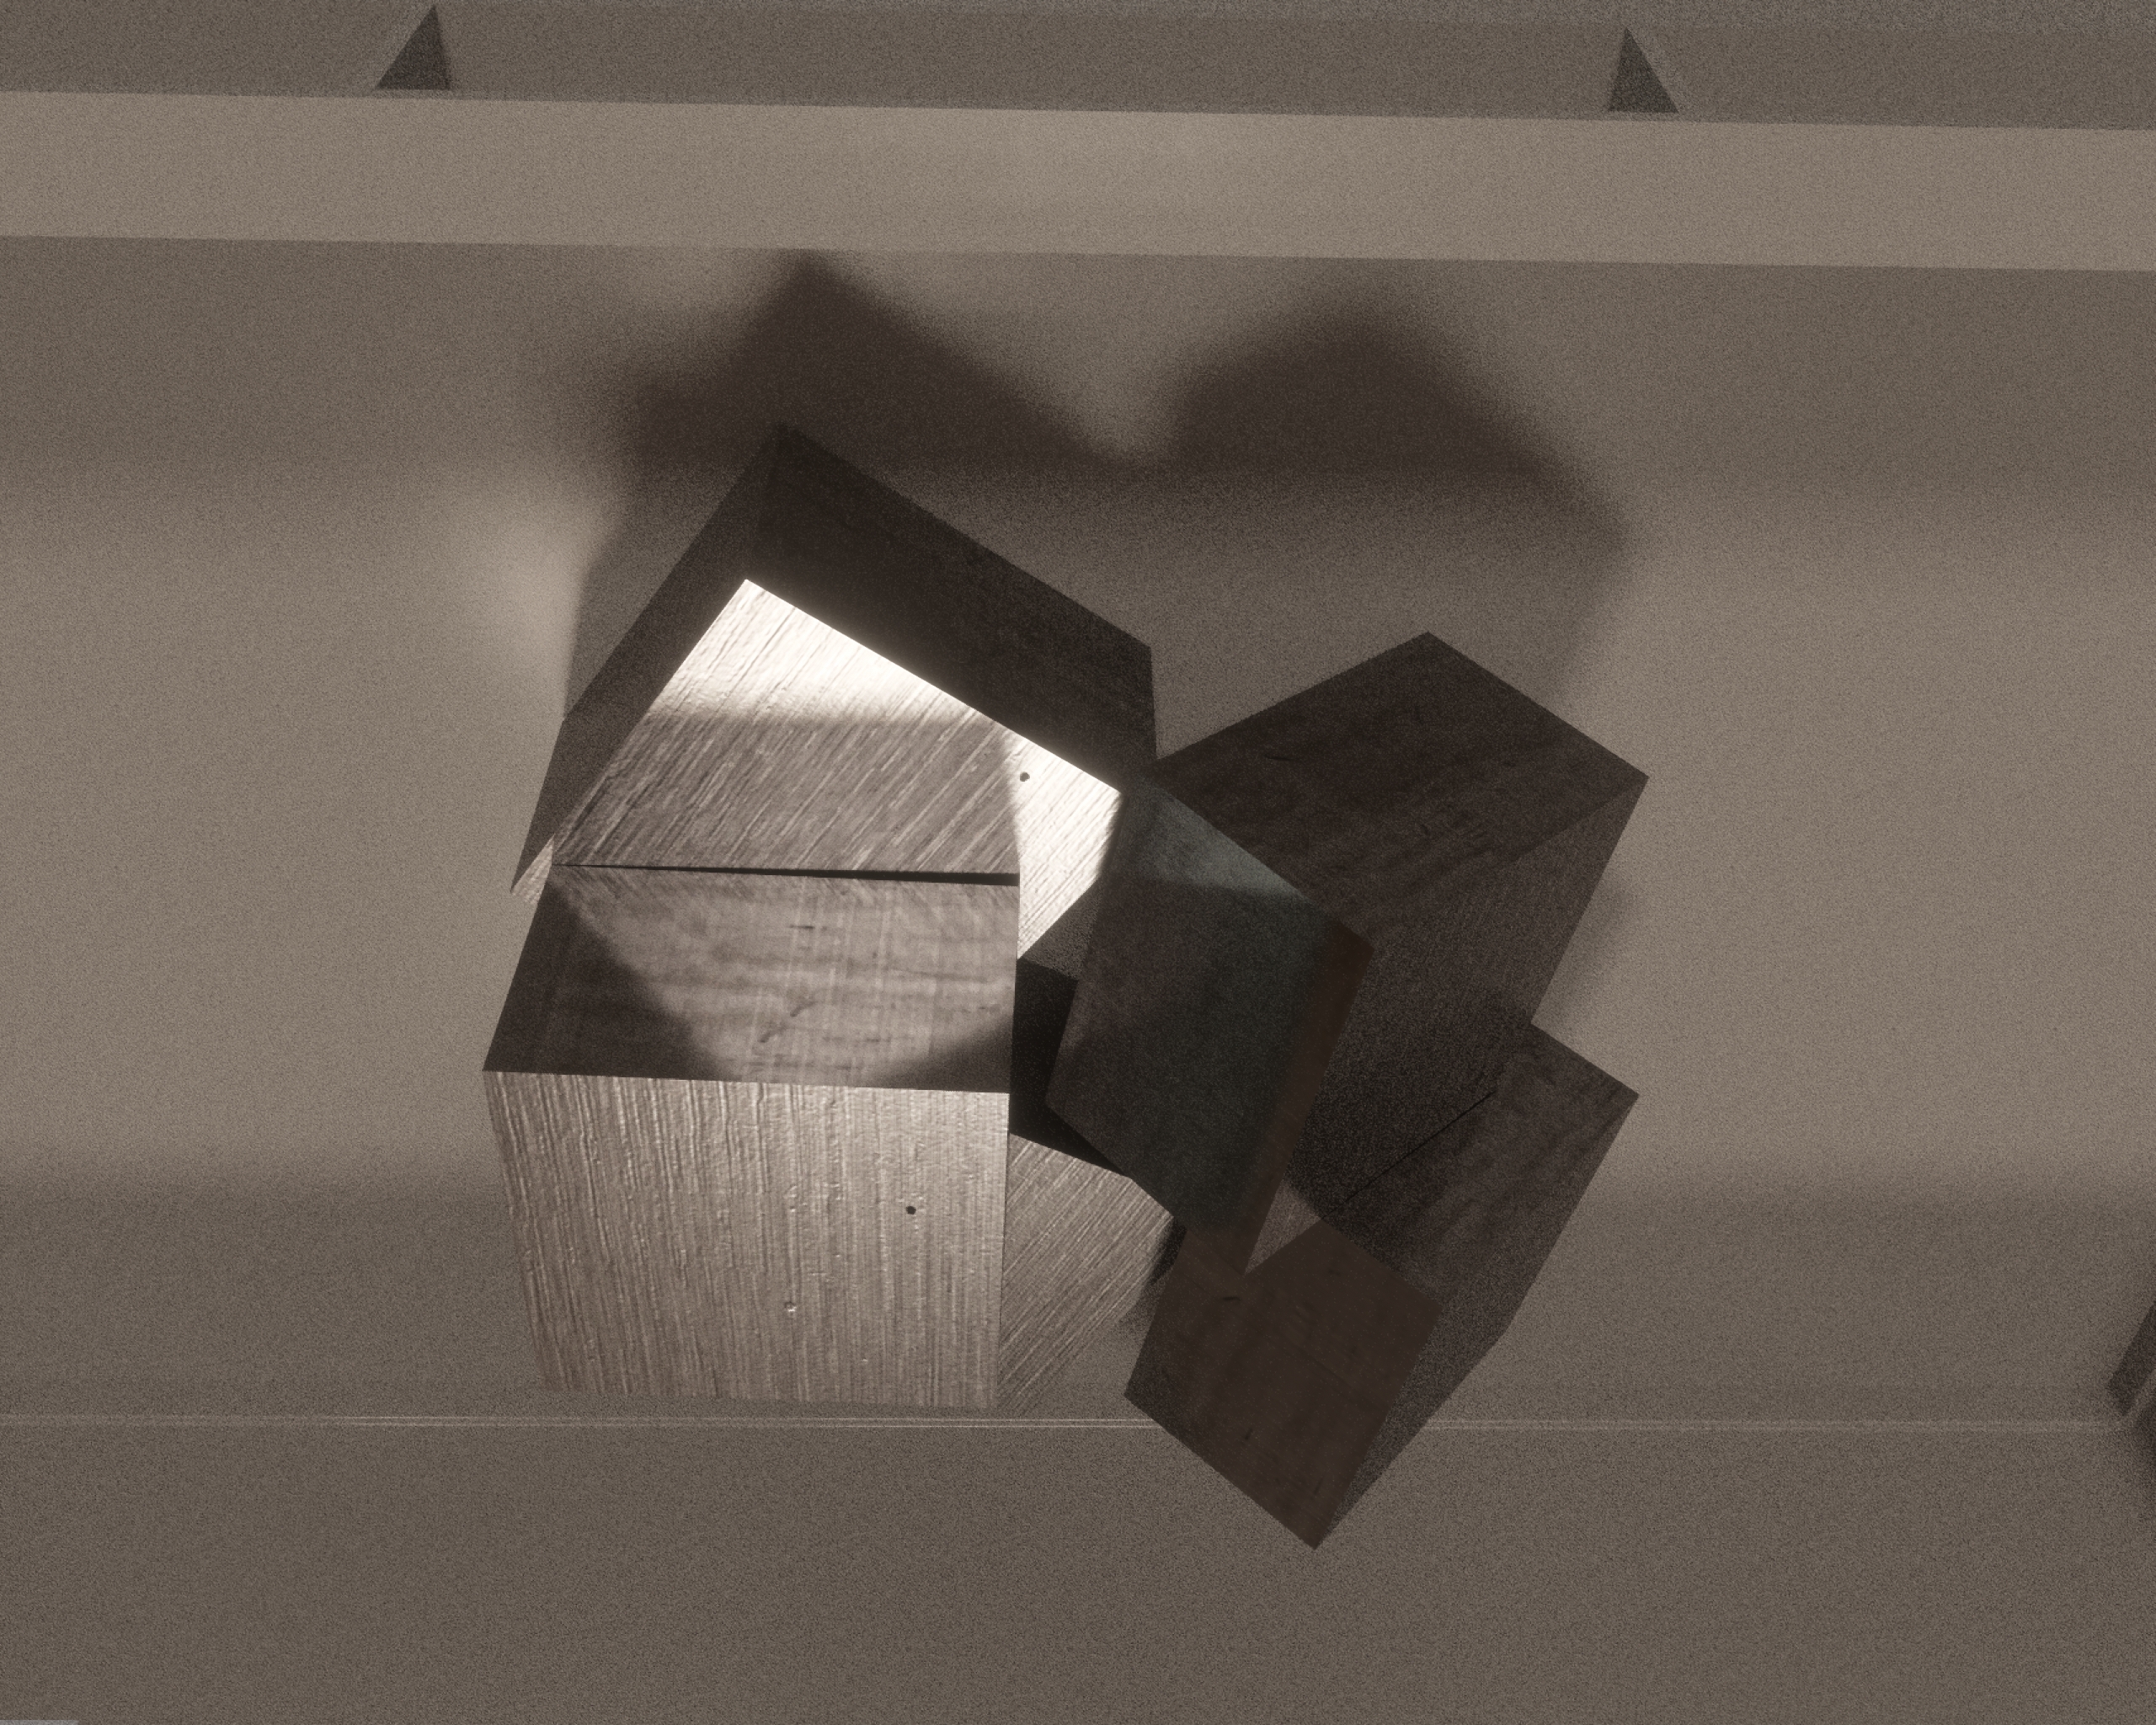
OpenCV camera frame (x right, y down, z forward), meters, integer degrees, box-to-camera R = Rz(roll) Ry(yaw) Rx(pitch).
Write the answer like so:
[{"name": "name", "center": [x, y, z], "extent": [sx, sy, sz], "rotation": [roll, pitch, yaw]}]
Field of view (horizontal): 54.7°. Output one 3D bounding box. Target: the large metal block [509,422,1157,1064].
[{"name": "large metal block", "center": [-0.042, -0.017, 0.376], "extent": [0.080, 0.050, 0.080], "rotation": [29, 124, -23]}]

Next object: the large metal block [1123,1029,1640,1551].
[{"name": "large metal block", "center": [0.062, 0.080, 0.431], "extent": [0.050, 0.081, 0.079], "rotation": [35, 133, 22]}]

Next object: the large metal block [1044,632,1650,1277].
[{"name": "large metal block", "center": [0.047, 0.015, 0.376], "extent": [0.081, 0.050, 0.079], "rotation": [-27, 145, -40]}]

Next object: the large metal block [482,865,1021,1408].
[{"name": "large metal block", "center": [-0.052, 0.049, 0.364], "extent": [0.081, 0.050, 0.079], "rotation": [3, 129, -1]}]

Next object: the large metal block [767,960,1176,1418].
[{"name": "large metal block", "center": [-0.026, 0.065, 0.442], "extent": [0.080, 0.050, 0.080], "rotation": [24, 126, -19]}]
